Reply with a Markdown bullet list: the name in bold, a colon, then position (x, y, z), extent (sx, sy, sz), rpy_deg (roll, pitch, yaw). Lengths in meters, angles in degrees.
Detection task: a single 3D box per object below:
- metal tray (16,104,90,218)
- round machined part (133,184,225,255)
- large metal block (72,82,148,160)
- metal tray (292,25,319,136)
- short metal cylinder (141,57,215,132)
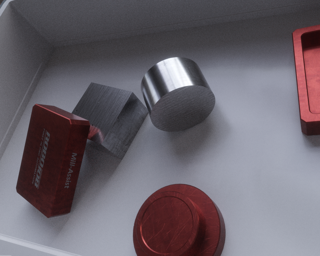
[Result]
- **metal tray**: position (-0.146, 0.041, 0.415), extent (0.090, 0.030, 0.129), rpy_deg (20, 99, 36)
- **round machined part**: position (0.014, 0.104, 0.322), extent (0.098, 0.042, 0.098), rpy_deg (-13, 56, 20)
- **large metal block**: position (-0.076, -0.011, 0.435), extent (0.080, 0.050, 0.080), rpy_deg (17, 70, 34)
- **metal tray**: position (0.197, -0.059, 0.335), extent (0.090, 0.030, 0.130), rpy_deg (-6, 59, 25)
- **short metal cylinder**: position (0.021, -0.040, 0.383), extent (0.080, 0.080, 0.050), rpy_deg (-27, 53, 11)
